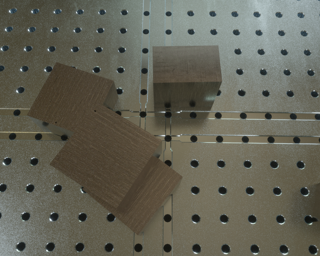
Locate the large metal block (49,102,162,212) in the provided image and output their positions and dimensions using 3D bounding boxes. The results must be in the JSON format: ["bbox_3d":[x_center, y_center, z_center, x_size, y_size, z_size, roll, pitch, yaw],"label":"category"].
[{"bbox_3d":[-0.053,0.033,0.333,0.080,0.050,0.080,31,73,10],"label":"large metal block"}]

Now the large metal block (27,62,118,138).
[{"bbox_3d":[-0.110,-0.029,0.408,0.080,0.050,0.080,19,71,6],"label":"large metal block"}]

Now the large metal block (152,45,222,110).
[{"bbox_3d":[0.032,-0.063,0.406,0.081,0.080,0.050,-1,70,-1],"label":"large metal block"}]

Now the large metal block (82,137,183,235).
[{"bbox_3d":[-0.030,0.070,0.372,0.080,0.050,0.080,36,74,12],"label":"large metal block"}]

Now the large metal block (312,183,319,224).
[{"bbox_3d":[0.235,0.093,0.352,0.080,0.080,0.050,16,71,5],"label":"large metal block"}]
